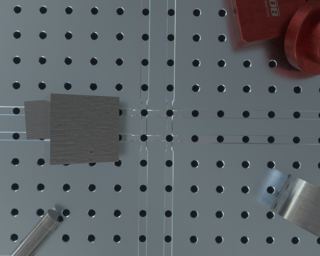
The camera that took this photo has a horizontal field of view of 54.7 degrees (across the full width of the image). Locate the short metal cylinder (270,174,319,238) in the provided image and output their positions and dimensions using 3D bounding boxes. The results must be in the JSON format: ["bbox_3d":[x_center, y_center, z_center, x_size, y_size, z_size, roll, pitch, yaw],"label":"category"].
[{"bbox_3d":[0.187,0.099,0.387,0.080,0.080,0.050,27,90,0],"label":"short metal cylinder"}]

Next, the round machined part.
[{"bbox_3d":[0.210,-0.112,0.383,0.099,0.042,0.097,-9,120,-16],"label":"round machined part"}]

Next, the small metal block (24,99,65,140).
[{"bbox_3d":[-0.149,-0.011,0.412,0.050,0.025,0.050,-4,90,0],"label":"small metal block"}]

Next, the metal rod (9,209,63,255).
[{"bbox_3d":[-0.236,0.230,0.411,0.025,0.025,0.300,41,90,0],"label":"metal rod"}]

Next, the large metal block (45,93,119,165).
[{"bbox_3d":[-0.098,0.001,0.384,0.081,0.050,0.080,0,90,-28],"label":"large metal block"}]

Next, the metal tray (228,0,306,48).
[{"bbox_3d":[0.139,-0.180,0.412,0.091,0.030,0.129,-11,90,0],"label":"metal tray"}]

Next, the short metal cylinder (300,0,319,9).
[{"bbox_3d":[0.222,-0.204,0.402,0.081,0.050,0.080,0,90,0],"label":"short metal cylinder"}]
